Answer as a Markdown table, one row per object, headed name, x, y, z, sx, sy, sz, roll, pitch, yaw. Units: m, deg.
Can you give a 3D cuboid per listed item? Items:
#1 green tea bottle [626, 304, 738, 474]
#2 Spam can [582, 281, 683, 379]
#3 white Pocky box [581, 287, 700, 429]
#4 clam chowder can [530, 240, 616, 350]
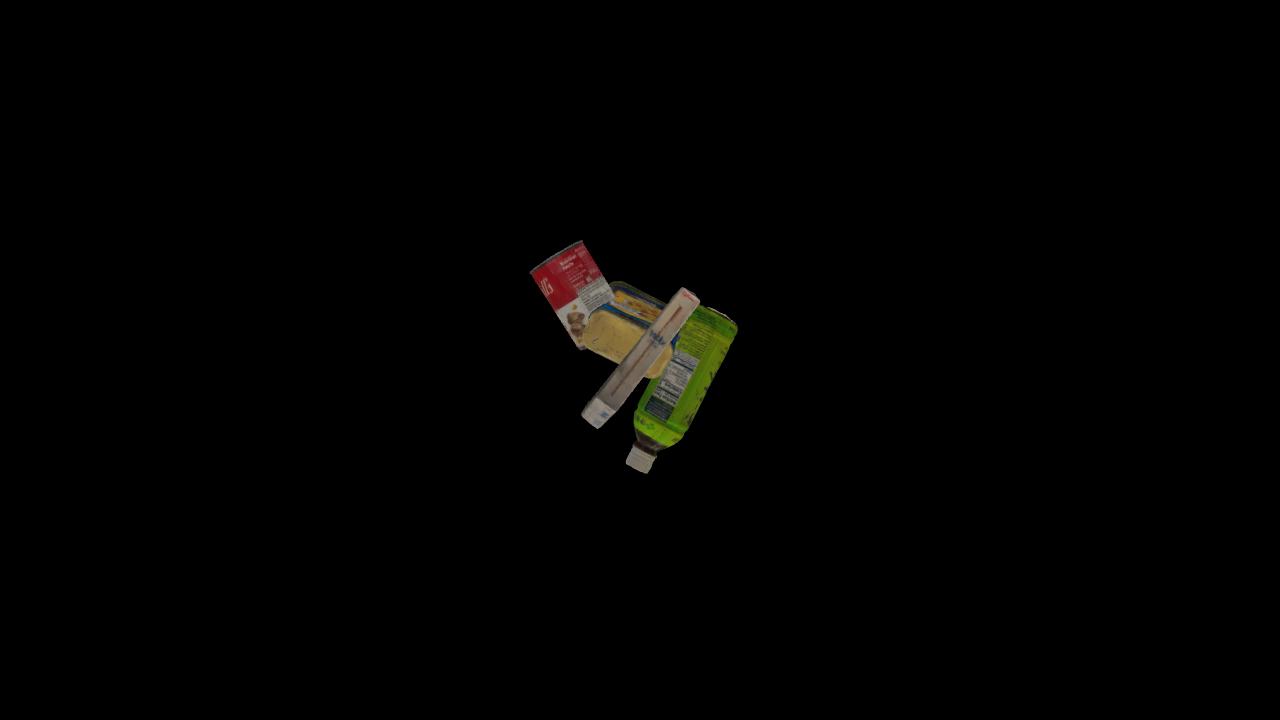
| name | x | y | z | sx | sy | sz | roll | pitch | yaw |
| --- | --- | --- | --- | --- | --- | --- | --- | --- | --- |
| green tea bottle | 0.043 | 0.037 | 0.748 | 0.073 | 0.212 | 0.073 | 29 | -4 | 2 |
| Spam can | -0.007 | -0.034 | 0.681 | 0.101 | 0.058 | 0.085 | 26 | 27 | -3 |
| white Pocky box | 0.000 | -0.001 | 0.636 | 0.028 | 0.154 | 0.084 | 38 | -24 | 0 |
| clam chowder can | -0.065 | -0.070 | 0.672 | 0.068 | 0.102 | 0.068 | -32 | 9 | 5 |
